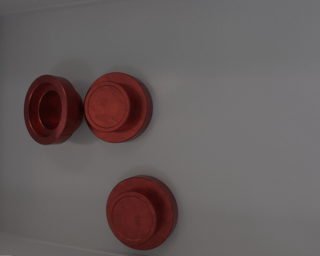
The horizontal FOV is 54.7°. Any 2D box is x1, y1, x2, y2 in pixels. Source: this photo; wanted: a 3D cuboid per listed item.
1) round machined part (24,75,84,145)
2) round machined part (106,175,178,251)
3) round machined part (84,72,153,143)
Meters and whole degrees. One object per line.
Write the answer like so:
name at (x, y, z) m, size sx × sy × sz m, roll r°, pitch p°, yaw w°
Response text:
round machined part at (-0.148, -0.025, 0.446) m, size 0.098 × 0.042 × 0.097 m, roll 0°, pitch 90°, yaw 34°
round machined part at (-0.029, 0.114, 0.412) m, size 0.098 × 0.042 × 0.097 m, roll 0°, pitch 90°, yaw 20°
round machined part at (-0.063, -0.028, 0.424) m, size 0.098 × 0.042 × 0.097 m, roll 0°, pitch 90°, yaw 19°
